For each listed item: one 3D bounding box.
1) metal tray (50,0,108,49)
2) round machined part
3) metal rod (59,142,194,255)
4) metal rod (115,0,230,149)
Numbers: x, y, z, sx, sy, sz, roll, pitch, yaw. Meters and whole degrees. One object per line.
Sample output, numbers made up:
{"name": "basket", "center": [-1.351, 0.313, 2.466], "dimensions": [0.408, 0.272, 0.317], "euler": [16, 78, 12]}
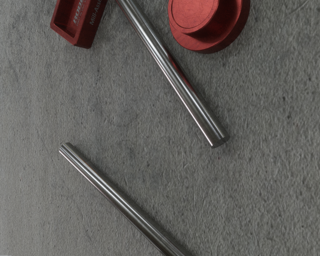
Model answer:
{"name": "metal tray", "center": [-0.129, -0.208, 0.508], "dimensions": [0.090, 0.030, 0.129], "euler": [39, 114, 33]}
{"name": "round machined part", "center": [0.048, -0.138, 0.354], "dimensions": [0.098, 0.042, 0.097], "euler": [0, 90, 40]}
{"name": "metal rod", "center": [-0.061, 0.104, 0.455], "dimensions": [0.300, 0.025, 0.025], "euler": [33, 111, 35]}
{"name": "metal rod", "center": [-0.002, -0.103, 0.406], "dimensions": [0.025, 0.025, 0.299], "euler": [-45, 63, 31]}
